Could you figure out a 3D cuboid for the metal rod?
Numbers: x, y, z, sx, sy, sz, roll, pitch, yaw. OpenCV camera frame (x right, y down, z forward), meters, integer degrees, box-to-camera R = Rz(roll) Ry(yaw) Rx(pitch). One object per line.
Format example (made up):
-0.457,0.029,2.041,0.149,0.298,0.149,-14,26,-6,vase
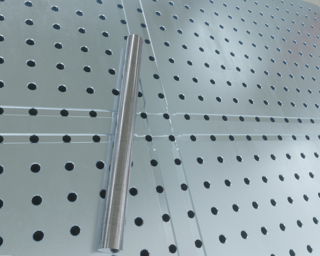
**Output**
-0.043,-0.005,0.387,0.025,0.025,0.300,16,55,-20,metal rod
